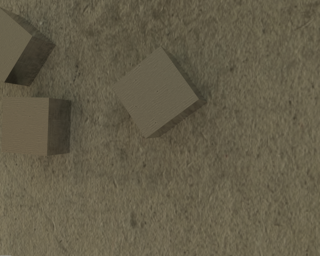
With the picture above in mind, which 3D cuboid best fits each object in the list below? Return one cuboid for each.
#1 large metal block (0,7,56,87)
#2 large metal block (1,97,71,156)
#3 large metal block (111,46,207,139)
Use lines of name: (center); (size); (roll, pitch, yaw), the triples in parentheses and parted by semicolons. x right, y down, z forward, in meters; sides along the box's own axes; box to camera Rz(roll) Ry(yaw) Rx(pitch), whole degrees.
large metal block: (-0.222, -0.122, 0.472); (0.080, 0.050, 0.080); (40, 102, 15)
large metal block: (-0.182, -0.003, 0.458); (0.080, 0.050, 0.079); (3, 91, 19)
large metal block: (0.000, -0.043, 0.395); (0.080, 0.050, 0.080); (-37, 79, 16)
